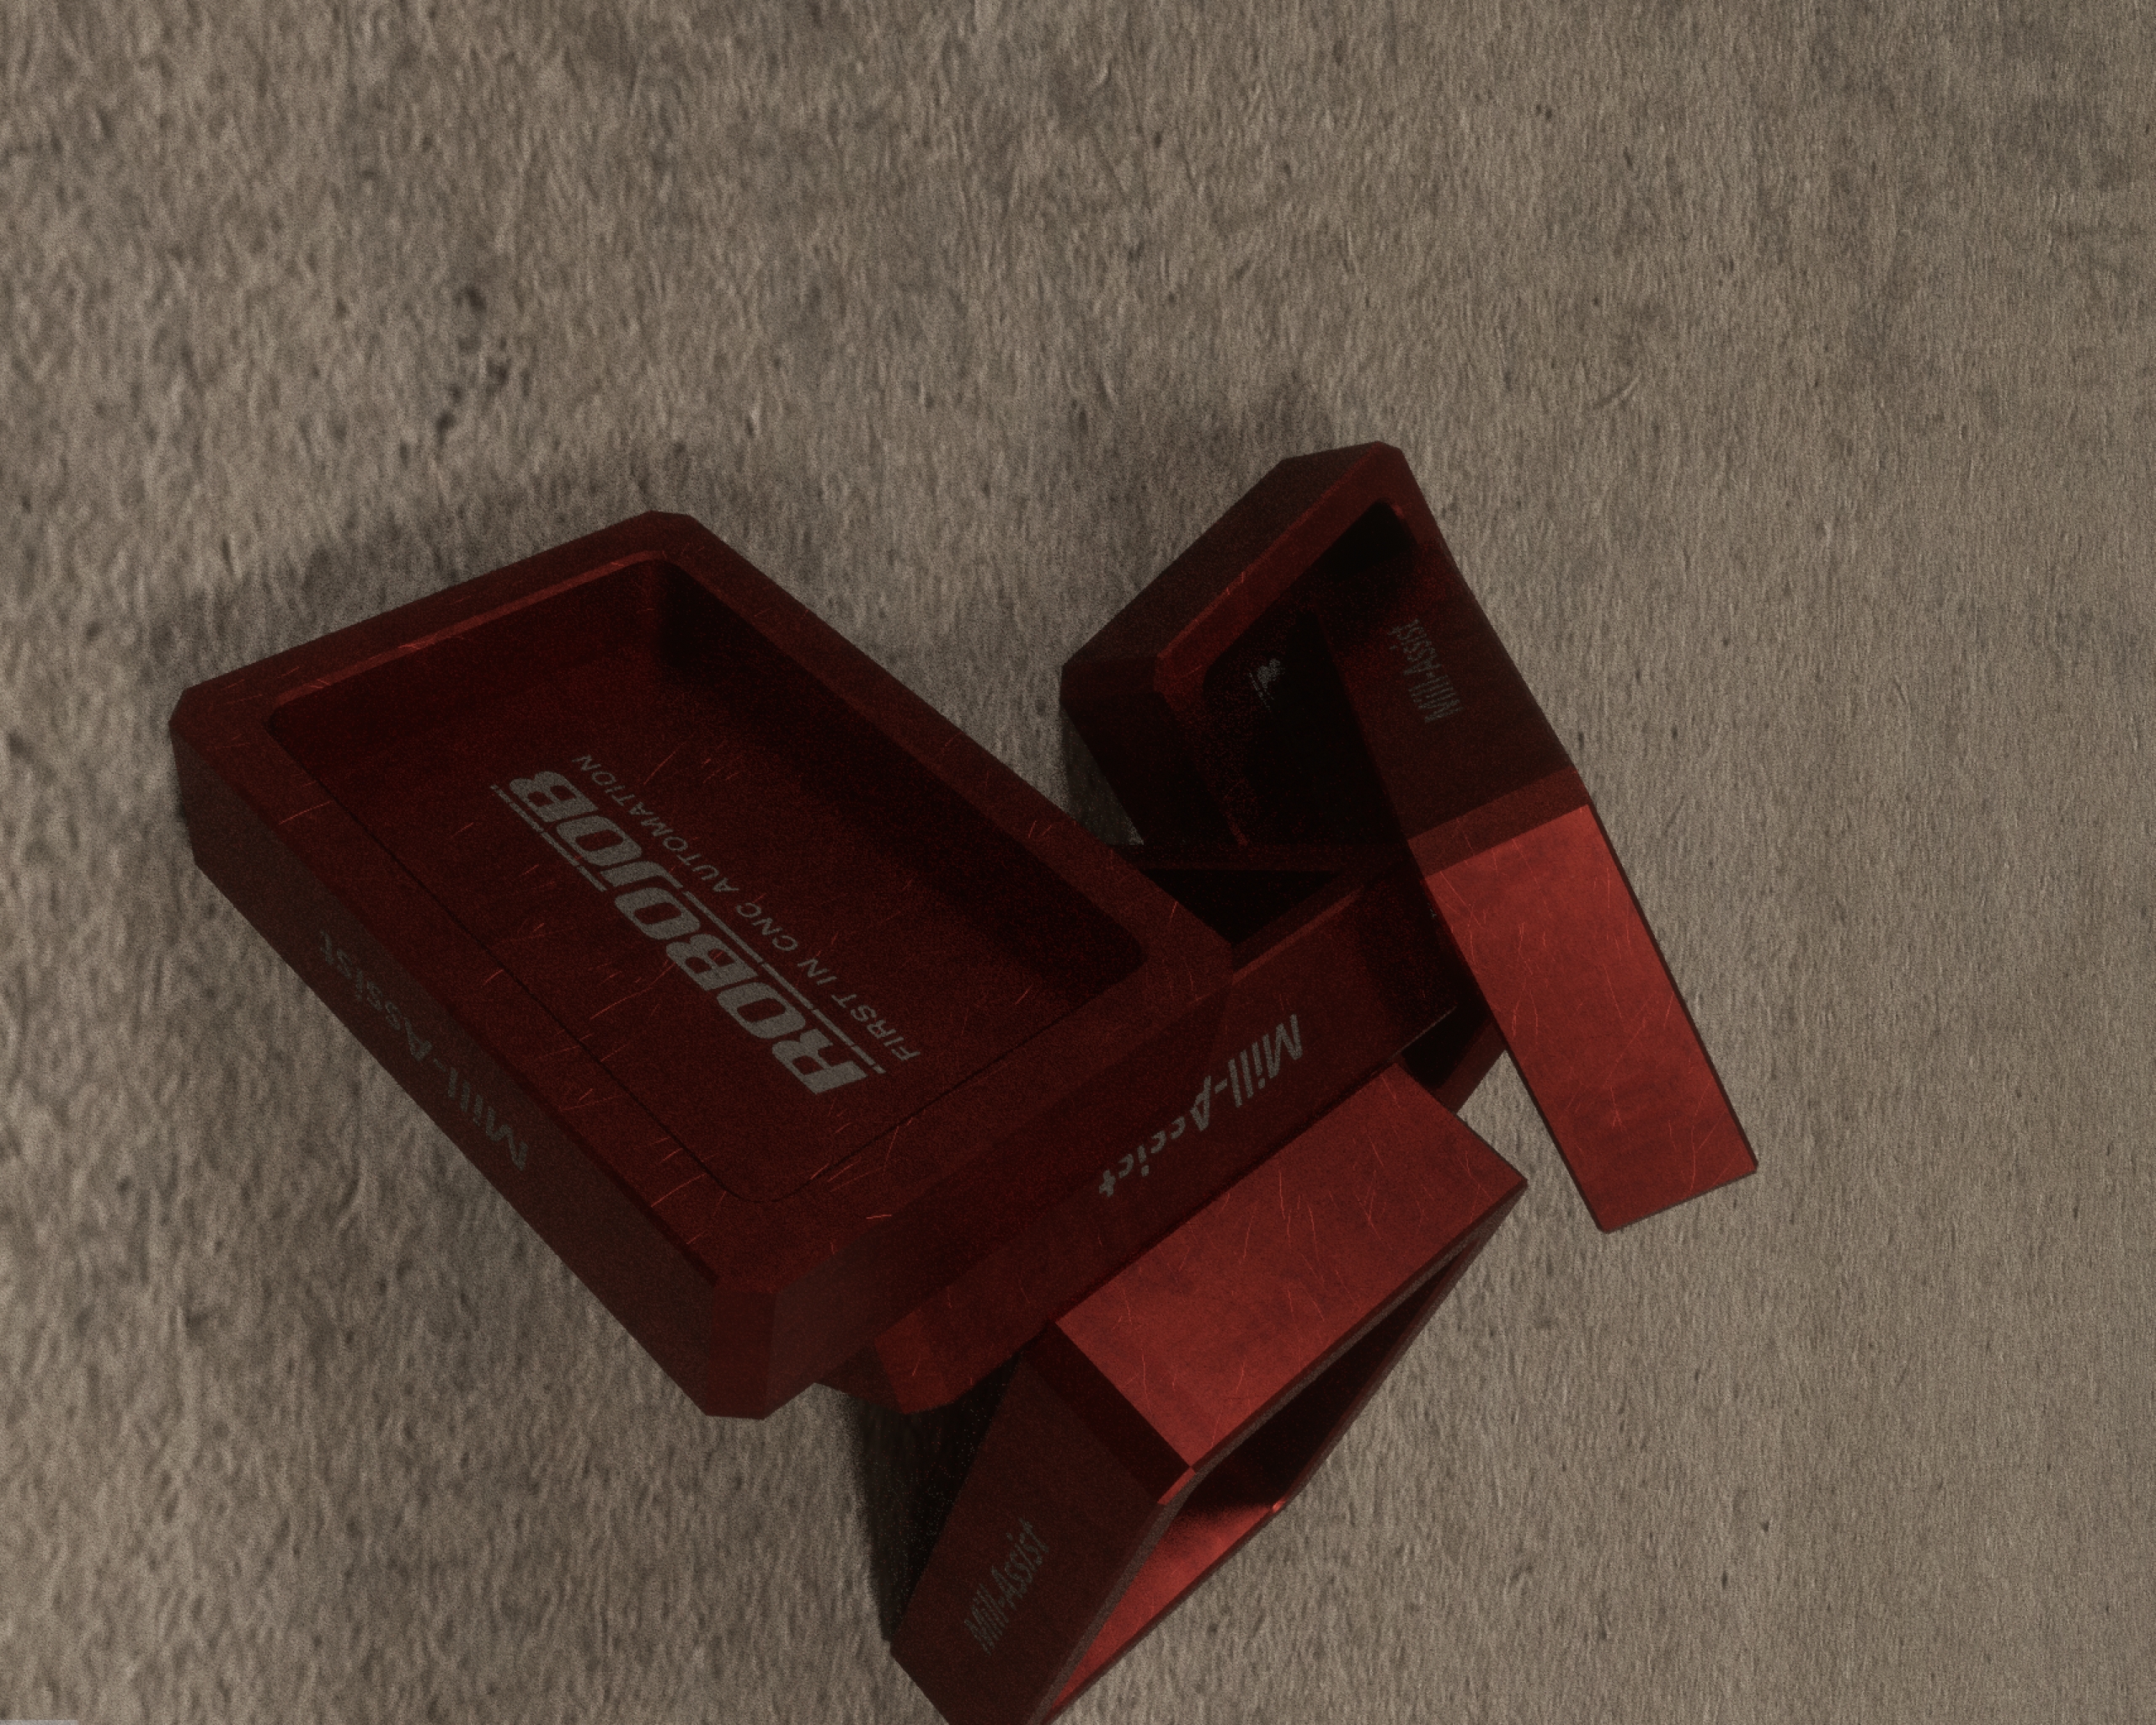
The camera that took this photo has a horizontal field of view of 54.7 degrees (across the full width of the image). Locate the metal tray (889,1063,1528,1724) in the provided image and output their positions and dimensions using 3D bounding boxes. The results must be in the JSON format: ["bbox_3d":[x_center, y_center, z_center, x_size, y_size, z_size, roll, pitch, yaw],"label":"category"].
[{"bbox_3d":[0.020,0.100,0.368,0.091,0.030,0.129,-31,154,-35],"label":"metal tray"}]

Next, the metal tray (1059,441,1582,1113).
[{"bbox_3d":[0.061,-0.014,0.456,0.090,0.030,0.130,-46,118,-30],"label":"metal tray"}]

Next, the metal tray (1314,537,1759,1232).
[{"bbox_3d":[0.085,-0.001,0.407,0.090,0.030,0.130,59,12,-24],"label":"metal tray"}]

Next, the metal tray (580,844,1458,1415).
[{"bbox_3d":[-0.009,0.037,0.358,0.131,0.090,0.030,-31,110,-36],"label":"metal tray"}]

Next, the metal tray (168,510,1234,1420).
[{"bbox_3d":[-0.055,0.006,0.300,0.091,0.130,0.030,-31,148,-36],"label":"metal tray"}]
